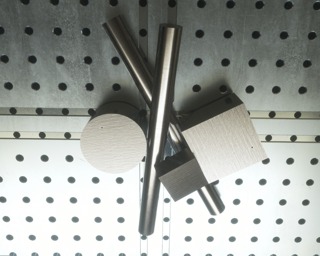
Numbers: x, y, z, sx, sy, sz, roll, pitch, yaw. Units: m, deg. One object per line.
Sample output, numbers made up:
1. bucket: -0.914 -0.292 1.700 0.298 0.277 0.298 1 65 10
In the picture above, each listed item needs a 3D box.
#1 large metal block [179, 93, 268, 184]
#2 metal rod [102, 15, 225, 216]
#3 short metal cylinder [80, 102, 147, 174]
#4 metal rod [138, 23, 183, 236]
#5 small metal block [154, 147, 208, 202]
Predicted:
1. large metal block: 0.080 0.012 0.401 0.080 0.050 0.080 -26 108 9
2. metal rod: 0.013 -0.003 0.408 0.025 0.025 0.299 -27 109 9
3. short metal cylinder: -0.057 0.012 0.400 0.081 0.050 0.079 0 110 -1
4. metal rod: -0.004 0.022 0.397 0.025 0.025 0.298 6 118 -2
5. small metal block: 0.028 0.060 0.398 0.050 0.025 0.050 -29 123 2
